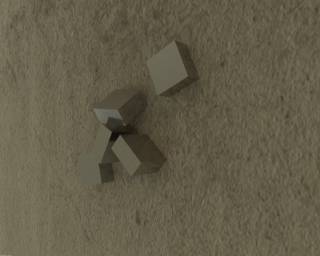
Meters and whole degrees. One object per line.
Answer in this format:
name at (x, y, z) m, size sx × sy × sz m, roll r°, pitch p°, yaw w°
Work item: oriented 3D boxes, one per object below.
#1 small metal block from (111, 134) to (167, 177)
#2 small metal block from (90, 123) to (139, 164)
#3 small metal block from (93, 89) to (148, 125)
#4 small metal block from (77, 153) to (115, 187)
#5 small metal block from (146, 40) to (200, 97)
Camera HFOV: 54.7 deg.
small metal block at (-0.027, 0.034, 0.409) m, size 0.050 × 0.050 × 0.025 m, roll 50°, pitch 119°, yaw 28°
small metal block at (-0.065, 0.021, 0.440) m, size 0.025 × 0.050 × 0.050 m, roll 35°, pitch 112°, yaw 34°
small metal block at (-0.055, -0.030, 0.428) m, size 0.050 × 0.050 × 0.025 m, roll 6°, pitch 131°, yaw 39°
small metal block at (-0.101, 0.063, 0.486) m, size 0.050 × 0.025 × 0.050 m, roll -17°, pitch 79°, yaw 38°
small metal block at (0.015, -0.073, 0.391) m, size 0.050 × 0.025 × 0.050 m, roll -29°, pitch 72°, yaw 36°
